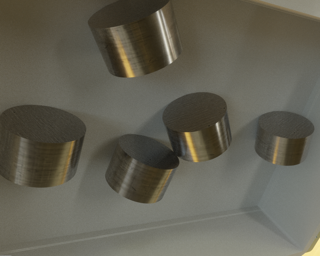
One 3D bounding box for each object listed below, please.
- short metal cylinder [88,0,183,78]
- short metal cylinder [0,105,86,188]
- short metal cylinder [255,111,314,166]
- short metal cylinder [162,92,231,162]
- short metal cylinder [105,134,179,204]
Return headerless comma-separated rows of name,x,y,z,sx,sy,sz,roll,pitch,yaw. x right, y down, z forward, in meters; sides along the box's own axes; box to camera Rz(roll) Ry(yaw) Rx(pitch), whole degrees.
short metal cylinder,-0.022,-0.092,0.303,0.080,0.080,0.050,-28,128,-11
short metal cylinder,-0.121,0.016,0.317,0.081,0.080,0.050,5,116,-31
short metal cylinder,0.194,0.015,0.488,0.081,0.080,0.050,-15,125,-20
short metal cylinder,0.048,-0.003,0.398,0.080,0.080,0.050,-27,128,-11
short metal cylinder,-0.022,0.049,0.391,0.081,0.080,0.050,11,113,-33
